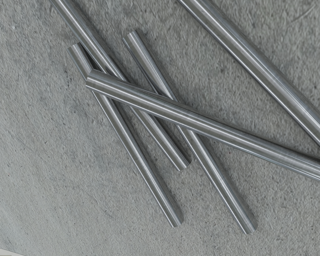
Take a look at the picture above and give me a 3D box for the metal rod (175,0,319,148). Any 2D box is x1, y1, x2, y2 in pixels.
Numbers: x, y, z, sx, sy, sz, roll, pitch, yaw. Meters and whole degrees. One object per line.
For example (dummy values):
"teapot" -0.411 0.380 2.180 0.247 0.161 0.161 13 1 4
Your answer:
"metal rod" 0.094 -0.068 0.314 0.300 0.025 0.025 45 129 -3

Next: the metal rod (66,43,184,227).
"metal rod" -0.042 0.020 0.440 0.025 0.025 0.299 -17 110 35

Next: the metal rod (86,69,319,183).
"metal rod" 0.058 -0.001 0.351 0.301 0.025 0.025 22 127 5

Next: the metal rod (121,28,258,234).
"metal rod" 0.045 0.014 0.391 0.025 0.025 0.299 -23 107 36

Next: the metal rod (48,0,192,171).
"metal rod" -0.055 -0.068 0.393 0.025 0.025 0.299 -29 103 37
